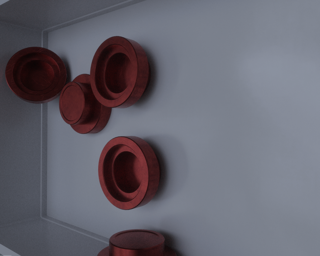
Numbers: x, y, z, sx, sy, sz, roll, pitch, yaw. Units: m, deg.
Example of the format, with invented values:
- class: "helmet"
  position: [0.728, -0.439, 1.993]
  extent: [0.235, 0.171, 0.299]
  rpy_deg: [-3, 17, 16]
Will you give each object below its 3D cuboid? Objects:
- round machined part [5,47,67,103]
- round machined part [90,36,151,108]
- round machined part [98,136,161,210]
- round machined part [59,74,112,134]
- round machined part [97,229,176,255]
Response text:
- class: "round machined part"
  position: [-0.217, -0.090, 0.552]
  extent: [0.042, 0.099, 0.097]
  rpy_deg: [149, 114, -73]
- class: "round machined part"
  position: [-0.052, -0.077, 0.439]
  extent: [0.098, 0.042, 0.097]
  rpy_deg: [0, 90, 40]
- class: "round machined part"
  position: [-0.037, 0.060, 0.427]
  extent: [0.098, 0.042, 0.097]
  rpy_deg: [0, 90, 40]
- class: "round machined part"
  position: [-0.126, -0.039, 0.500]
  extent: [0.098, 0.042, 0.097]
  rpy_deg: [0, 90, 40]
- class: "round machined part"
  position: [-0.029, 0.157, 0.383]
  extent: [0.098, 0.099, 0.042]
  rpy_deg: [1, 91, 40]
